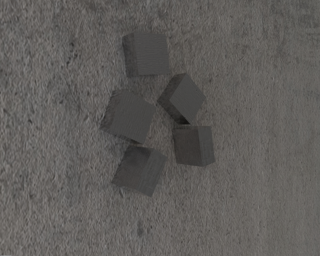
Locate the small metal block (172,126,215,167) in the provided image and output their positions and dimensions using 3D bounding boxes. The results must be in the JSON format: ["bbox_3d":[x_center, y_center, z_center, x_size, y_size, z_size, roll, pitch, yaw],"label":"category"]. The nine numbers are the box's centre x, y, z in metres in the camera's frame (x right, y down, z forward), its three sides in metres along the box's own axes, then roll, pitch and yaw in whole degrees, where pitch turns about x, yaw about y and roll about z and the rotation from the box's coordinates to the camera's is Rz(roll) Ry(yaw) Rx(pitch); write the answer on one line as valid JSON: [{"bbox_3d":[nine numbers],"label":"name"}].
[{"bbox_3d":[0.046,0.024,0.426,0.025,0.050,0.050,-14,99,-39],"label":"small metal block"}]

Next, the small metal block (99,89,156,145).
[{"bbox_3d":[-0.038,-0.013,0.372,0.050,0.025,0.050,28,73,-37],"label":"small metal block"}]

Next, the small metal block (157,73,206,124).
[{"bbox_3d":[0.031,-0.040,0.430,0.050,0.025,0.050,46,62,-30],"label":"small metal block"}]

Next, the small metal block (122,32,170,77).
[{"bbox_3d":[-0.017,-0.091,0.390,0.050,0.025,0.050,-11,97,-39],"label":"small metal block"}]

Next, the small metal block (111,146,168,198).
[{"bbox_3d":[-0.025,0.050,0.367,0.025,0.050,0.050,36,68,-34],"label":"small metal block"}]
